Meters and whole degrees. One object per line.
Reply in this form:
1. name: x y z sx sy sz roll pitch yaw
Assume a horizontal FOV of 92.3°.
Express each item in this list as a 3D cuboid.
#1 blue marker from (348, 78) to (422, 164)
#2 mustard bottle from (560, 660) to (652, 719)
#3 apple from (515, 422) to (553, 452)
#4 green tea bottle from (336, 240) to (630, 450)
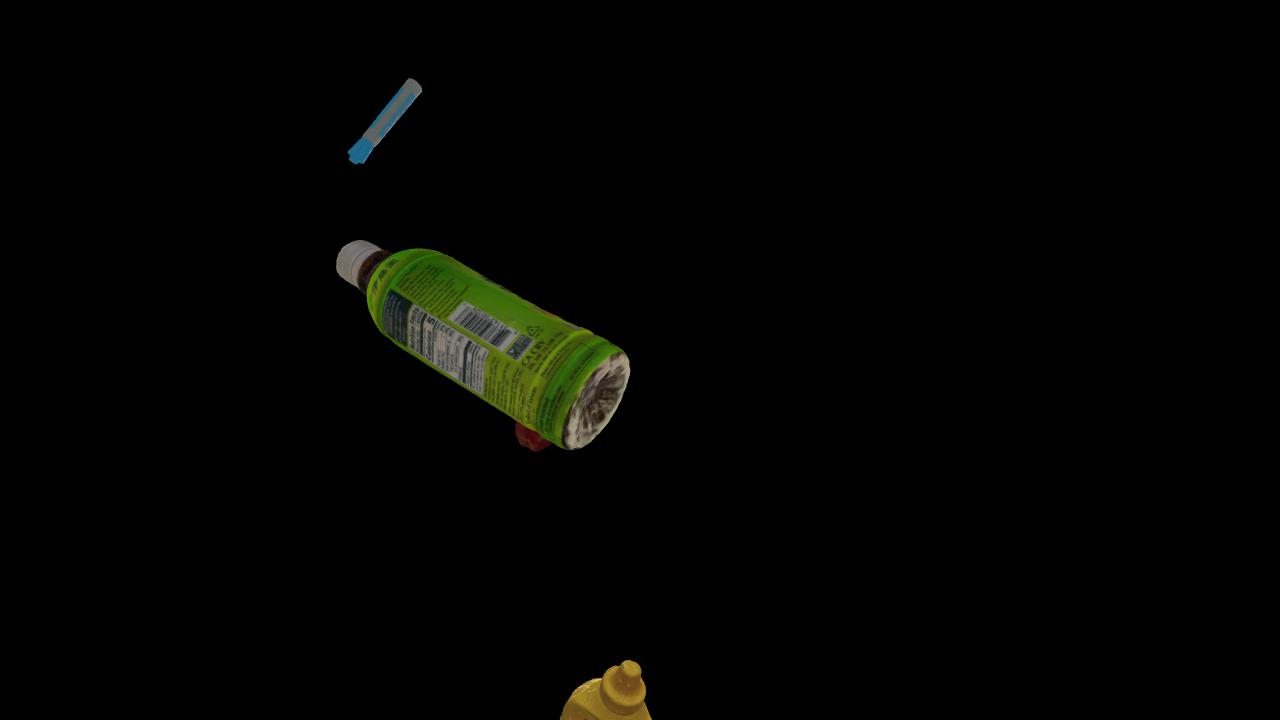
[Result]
1. blue marker: -0.286 -0.267 0.690 0.020 0.121 0.020 26 -19 9
2. mustard bottle: -0.034 0.353 0.574 0.092 0.184 0.054 27 21 24
3. apple: -0.153 0.098 0.974 0.079 0.079 0.093 0 40 40
4. green tea bottle: -0.110 -0.022 0.391 0.212 0.073 0.073 30 9 17
